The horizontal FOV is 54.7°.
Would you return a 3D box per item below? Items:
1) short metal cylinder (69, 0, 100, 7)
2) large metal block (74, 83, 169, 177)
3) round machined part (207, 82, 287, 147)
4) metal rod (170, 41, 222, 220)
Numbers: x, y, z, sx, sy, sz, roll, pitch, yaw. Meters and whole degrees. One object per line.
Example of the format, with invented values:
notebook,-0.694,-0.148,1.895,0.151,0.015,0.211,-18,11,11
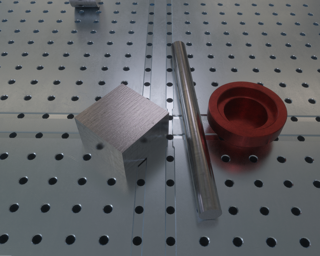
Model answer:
short metal cylinder,-0.148,-0.278,0.605,0.050,0.080,0.080,0,50,0
large metal block,-0.045,0.000,0.391,0.080,0.050,0.080,33,57,25
round machined part,0.111,-0.013,0.409,0.099,0.042,0.098,0,50,0
metal rod,0.042,-0.022,0.426,0.025,0.025,0.300,-3,50,-3
